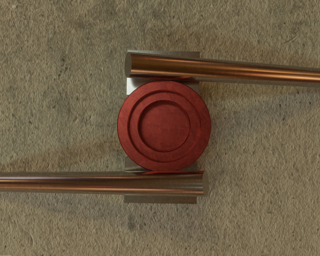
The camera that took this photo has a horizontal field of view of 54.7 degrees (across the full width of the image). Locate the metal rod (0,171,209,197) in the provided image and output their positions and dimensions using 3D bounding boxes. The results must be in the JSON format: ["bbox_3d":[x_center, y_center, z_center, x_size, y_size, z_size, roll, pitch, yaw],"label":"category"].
[{"bbox_3d":[-0.095,0.063,0.354,0.301,0.025,0.025,-4,90,22],"label":"metal rod"}]

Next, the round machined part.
[{"bbox_3d":[0.004,-0.002,0.344,0.099,0.042,0.097,0,90,-1],"label":"round machined part"}]

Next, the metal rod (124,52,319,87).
[{"bbox_3d":[0.109,-0.063,0.359,0.303,0.025,0.025,-1,90,-22],"label":"metal rod"}]

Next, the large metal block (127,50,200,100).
[{"bbox_3d":[0.004,-0.061,0.384,0.081,0.080,0.050,1,90,-1],"label":"large metal block"}]

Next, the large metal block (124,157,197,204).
[{"bbox_3d":[0.001,0.059,0.384,0.081,0.080,0.050,1,90,-1],"label":"large metal block"}]
